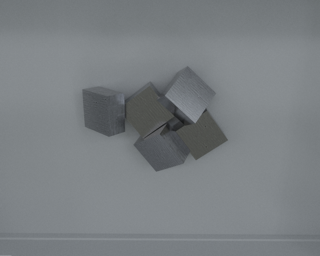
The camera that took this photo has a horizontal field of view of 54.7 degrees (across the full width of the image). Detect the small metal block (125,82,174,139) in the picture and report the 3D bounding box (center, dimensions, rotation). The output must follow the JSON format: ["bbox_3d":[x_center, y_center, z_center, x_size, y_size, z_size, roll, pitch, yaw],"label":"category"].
[{"bbox_3d":[-0.017,-0.023,0.401,0.050,0.025,0.050,-36,107,12],"label":"small metal block"}]

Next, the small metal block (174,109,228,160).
[{"bbox_3d":[0.054,0.006,0.413,0.050,0.025,0.050,-34,107,11],"label":"small metal block"}]

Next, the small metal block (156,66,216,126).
[{"bbox_3d":[0.033,-0.039,0.383,0.050,0.025,0.050,41,70,-14],"label":"small metal block"}]

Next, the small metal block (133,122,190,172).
[{"bbox_3d":[0.002,0.026,0.407,0.050,0.025,0.050,-23,112,41],"label":"small metal block"}]

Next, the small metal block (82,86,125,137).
[{"bbox_3d":[-0.070,-0.022,0.386,0.050,0.025,0.050,18,116,40],"label":"small metal block"}]
